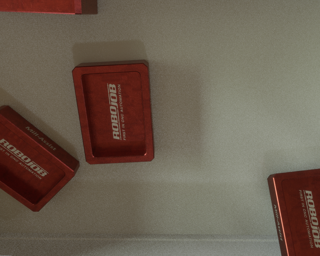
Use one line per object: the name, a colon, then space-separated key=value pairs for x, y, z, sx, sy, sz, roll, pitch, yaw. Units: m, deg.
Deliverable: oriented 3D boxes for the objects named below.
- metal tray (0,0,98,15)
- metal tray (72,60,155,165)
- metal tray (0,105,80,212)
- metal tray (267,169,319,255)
metal tray: x=-0.139 y=-0.137 z=0.324 sx=0.131 sy=0.090 sz=0.030 roll=2 pitch=110 yaw=-1
metal tray: x=-0.056 y=-0.019 z=0.400 sx=0.091 sy=0.030 sz=0.129 roll=-3 pitch=110 yaw=1
metal tray: x=-0.190 y=0.044 z=0.422 sx=0.130 sy=0.030 sz=0.090 roll=42 pitch=105 yaw=-14
metal tray: x=0.206 y=0.123 z=0.419 sx=0.091 sy=0.030 sz=0.129 roll=-7 pitch=77 yaw=1
